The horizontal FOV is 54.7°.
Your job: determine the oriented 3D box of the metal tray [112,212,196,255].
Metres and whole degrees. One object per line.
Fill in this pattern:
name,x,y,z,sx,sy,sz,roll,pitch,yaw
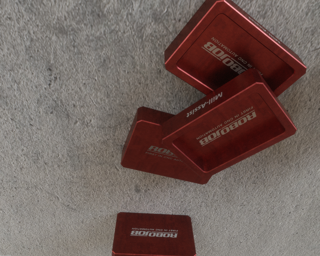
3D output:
metal tray,-0.010,0.187,0.520,0.131,0.090,0.030,4,118,-4

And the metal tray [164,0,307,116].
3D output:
metal tray,0.082,-0.073,0.342,0.131,0.030,0.090,29,124,-23

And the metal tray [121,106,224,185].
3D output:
metal tray,0.020,0.028,0.428,0.131,0.030,0.089,14,129,-12

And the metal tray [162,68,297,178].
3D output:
metal tray,0.078,0.001,0.364,0.130,0.030,0.090,-32,123,24
